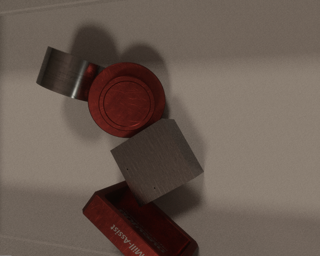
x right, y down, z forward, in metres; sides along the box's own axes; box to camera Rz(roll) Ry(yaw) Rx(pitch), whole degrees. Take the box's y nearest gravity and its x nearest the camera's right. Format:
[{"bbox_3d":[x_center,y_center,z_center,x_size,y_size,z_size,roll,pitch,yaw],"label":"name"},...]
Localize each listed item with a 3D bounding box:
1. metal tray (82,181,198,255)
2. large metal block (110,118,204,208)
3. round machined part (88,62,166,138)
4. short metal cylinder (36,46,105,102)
[{"bbox_3d":[-0.021,0.124,0.382,0.130,0.090,0.030,39,103,15],"label":"metal tray"},{"bbox_3d":[-0.003,0.043,0.397,0.080,0.050,0.080,-32,80,17],"label":"large metal block"},{"bbox_3d":[-0.042,-0.034,0.393,0.099,0.042,0.097,-2,104,-6],"label":"round machined part"},{"bbox_3d":[-0.120,-0.073,0.422,0.080,0.080,0.050,23,98,18],"label":"short metal cylinder"}]
